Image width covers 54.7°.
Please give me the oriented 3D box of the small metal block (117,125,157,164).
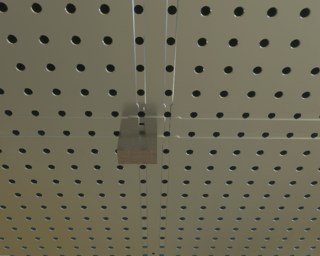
[{"bbox_3d":[-0.029,0.021,0.413,0.050,0.050,0.025,0,130,-1],"label":"small metal block"}]
